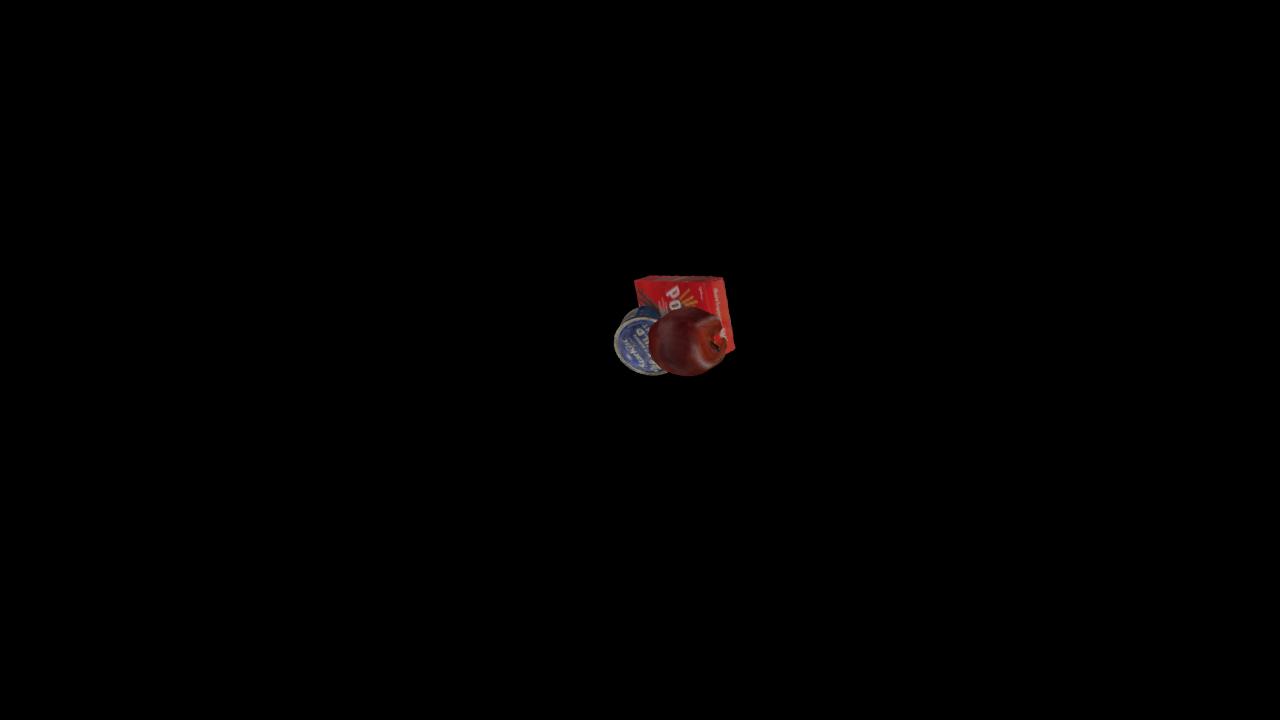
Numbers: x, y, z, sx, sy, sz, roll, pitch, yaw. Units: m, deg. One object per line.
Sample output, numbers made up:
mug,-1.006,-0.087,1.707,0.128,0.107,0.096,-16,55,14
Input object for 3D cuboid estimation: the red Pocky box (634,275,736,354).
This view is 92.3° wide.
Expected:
red Pocky box,0.046,-0.054,0.704,0.028,0.083,0.155,-18,15,-26

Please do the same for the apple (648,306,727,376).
apple,0.051,-0.019,0.661,0.079,0.079,0.093,0,6,-42

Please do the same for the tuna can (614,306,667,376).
tuna can,0.012,-0.024,0.750,0.084,0.084,0.034,0,34,16
